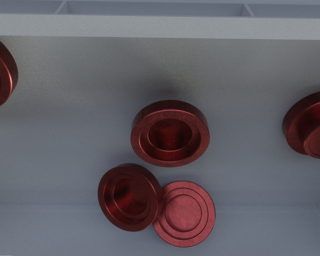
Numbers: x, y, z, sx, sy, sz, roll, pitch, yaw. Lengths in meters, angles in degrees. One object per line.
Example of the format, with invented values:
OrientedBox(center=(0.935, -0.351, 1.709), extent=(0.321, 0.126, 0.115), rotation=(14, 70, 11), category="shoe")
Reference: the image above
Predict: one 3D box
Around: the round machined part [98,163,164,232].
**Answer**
OrientedBox(center=(-0.040, 0.099, 0.461), extent=(0.098, 0.042, 0.097), rotation=(4, 100, 23), category="round machined part")

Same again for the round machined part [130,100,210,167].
OrientedBox(center=(0.013, 0.003, 0.400), extent=(0.099, 0.042, 0.097), rotation=(0, 130, 0), category="round machined part")

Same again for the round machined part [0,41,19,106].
OrientedBox(center=(-0.205, -0.069, 0.337), extent=(0.099, 0.042, 0.097), rotation=(0, 130, 0), category="round machined part")

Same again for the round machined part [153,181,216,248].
OrientedBox(center=(0.037, 0.134, 0.488), extent=(0.098, 0.098, 0.042), rotation=(-9, 165, 7), category="round machined part")

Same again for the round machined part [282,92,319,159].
OrientedBox(center=(0.215, 0.003, 0.402), extent=(0.099, 0.042, 0.097), rotation=(0, 130, 0), category="round machined part")
